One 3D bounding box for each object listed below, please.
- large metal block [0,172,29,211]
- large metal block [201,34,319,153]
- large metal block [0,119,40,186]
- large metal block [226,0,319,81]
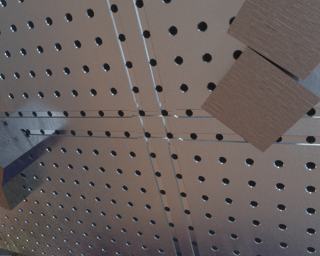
[{"bbox_3d":[-0.326,0.113,0.633,0.080,0.050,0.079,11,123,22],"label":"large metal block"},{"bbox_3d":[0.103,-0.035,0.318,0.080,0.050,0.080,37,129,3],"label":"large metal block"},{"bbox_3d":[-0.274,0.041,0.542,0.080,0.080,0.050,33,128,6],"label":"large metal block"},{"bbox_3d":[0.118,-0.102,0.269,0.080,0.050,0.079,34,129,5],"label":"large metal block"}]
